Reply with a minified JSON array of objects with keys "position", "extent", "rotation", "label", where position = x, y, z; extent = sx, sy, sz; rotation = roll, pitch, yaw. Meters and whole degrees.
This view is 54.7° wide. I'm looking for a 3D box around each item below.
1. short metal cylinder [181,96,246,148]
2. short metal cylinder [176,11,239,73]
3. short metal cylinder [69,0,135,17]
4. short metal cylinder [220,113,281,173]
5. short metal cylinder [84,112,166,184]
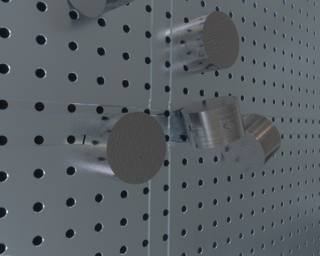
[{"position":[0.075,-0.010,0.435],"extent":[0.081,0.080,0.050],"rotation":[-26,107,-37],"label":"short metal cylinder"},{"position":[0.070,-0.123,0.451],"extent":[0.081,0.050,0.079],"rotation":[0,90,-40],"label":"short metal cylinder"},{"position":[-0.063,-0.162,0.320],"extent":[0.050,0.080,0.080],"rotation":[-39,114,-33],"label":"short metal cylinder"},{"position":[0.142,0.023,0.492],"extent":[0.050,0.080,0.080],"rotation":[-34,111,-35],"label":"short metal cylinder"},{"position":[-0.039,0.022,0.359],"extent":[0.081,0.050,0.079],"rotation":[0,90,-40],"label":"short metal cylinder"}]
